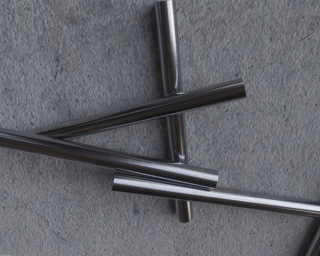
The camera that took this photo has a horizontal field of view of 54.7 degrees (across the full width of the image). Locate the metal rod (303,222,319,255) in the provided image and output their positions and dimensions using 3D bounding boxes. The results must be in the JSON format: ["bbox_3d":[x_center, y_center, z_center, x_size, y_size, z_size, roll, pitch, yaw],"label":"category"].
[{"bbox_3d":[0.254,0.146,0.465,0.025,0.025,0.298,12,110,-5],"label":"metal rod"}]

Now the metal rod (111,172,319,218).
[{"bbox_3d":[0.086,0.094,0.424,0.302,0.025,0.025,10,110,-12],"label":"metal rod"}]

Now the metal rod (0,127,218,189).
[{"bbox_3d":[-0.074,0.037,0.391,0.302,0.025,0.025,12,110,-7],"label":"metal rod"}]

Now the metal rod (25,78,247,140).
[{"bbox_3d":[-0.048,-0.013,0.385,0.301,0.025,0.025,-13,110,12],"label":"metal rod"}]

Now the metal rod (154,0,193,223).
[{"bbox_3d":[0.021,-0.007,0.407,0.025,0.025,0.298,-6,110,2],"label":"metal rod"}]
